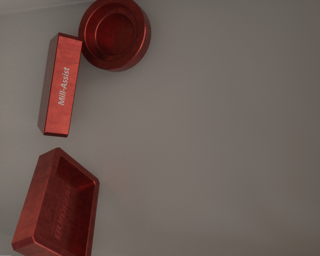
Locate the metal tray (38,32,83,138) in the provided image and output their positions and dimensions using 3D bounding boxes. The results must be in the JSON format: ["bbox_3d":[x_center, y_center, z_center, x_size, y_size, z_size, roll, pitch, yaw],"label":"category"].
[{"bbox_3d":[-0.140,-0.058,0.427,0.090,0.030,0.129,16,97,63],"label":"metal tray"}]

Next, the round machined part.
[{"bbox_3d":[-0.057,-0.124,0.421,0.098,0.042,0.097,0,90,19],"label":"round machined part"}]

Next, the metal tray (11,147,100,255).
[{"bbox_3d":[-0.120,0.099,0.382,0.030,0.090,0.130,-24,40,18],"label":"metal tray"}]
